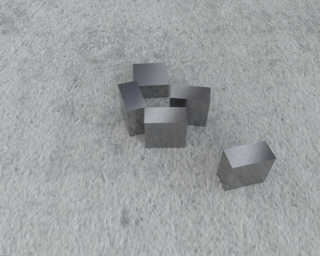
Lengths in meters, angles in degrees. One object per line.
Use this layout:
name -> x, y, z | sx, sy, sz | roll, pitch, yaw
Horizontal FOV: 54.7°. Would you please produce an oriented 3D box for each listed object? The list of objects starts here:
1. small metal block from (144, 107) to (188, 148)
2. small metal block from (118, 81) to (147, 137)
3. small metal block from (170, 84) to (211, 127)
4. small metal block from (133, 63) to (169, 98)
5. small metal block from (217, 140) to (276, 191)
small metal block -> 0.007, 0.000, 0.387 | 0.050, 0.050, 0.025 | -1, 50, -1
small metal block -> -0.035, -0.025, 0.408 | 0.025, 0.050, 0.050 | -13, 52, -11
small metal block -> 0.039, -0.029, 0.412 | 0.050, 0.050, 0.025 | 6, 50, 4
small metal block -> -0.014, -0.071, 0.463 | 0.050, 0.025, 0.050 | -3, 50, -3
small metal block -> 0.096, 0.044, 0.352 | 0.050, 0.050, 0.025 | -11, 51, -10
